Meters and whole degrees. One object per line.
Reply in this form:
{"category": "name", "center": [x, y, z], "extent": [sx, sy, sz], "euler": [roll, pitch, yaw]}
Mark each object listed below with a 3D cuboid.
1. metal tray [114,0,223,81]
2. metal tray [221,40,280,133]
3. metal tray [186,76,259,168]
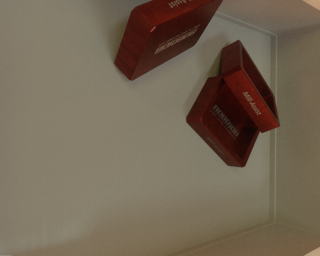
{"category": "metal tray", "center": [0.012, -0.117, 0.372], "extent": [0.131, 0.090, 0.030], "euler": [-36, 80, -34]}
{"category": "metal tray", "center": [0.145, -0.066, 0.495], "extent": [0.130, 0.030, 0.090], "euler": [47, 34, -27]}
{"category": "metal tray", "center": [0.106, -0.008, 0.491], "extent": [0.130, 0.030, 0.090], "euler": [44, 64, -31]}
